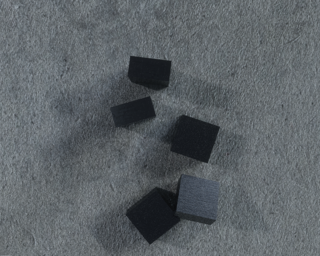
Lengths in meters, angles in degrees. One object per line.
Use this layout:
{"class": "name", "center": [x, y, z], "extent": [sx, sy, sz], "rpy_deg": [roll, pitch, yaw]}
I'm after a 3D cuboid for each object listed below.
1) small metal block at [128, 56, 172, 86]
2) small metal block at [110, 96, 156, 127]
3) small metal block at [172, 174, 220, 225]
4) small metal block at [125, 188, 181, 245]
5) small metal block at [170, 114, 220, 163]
{"class": "small metal block", "center": [-0.012, -0.072, 0.397], "extent": [0.050, 0.050, 0.025], "rpy_deg": [7, 90, 0]}
{"class": "small metal block", "center": [-0.032, -0.020, 0.397], "extent": [0.050, 0.050, 0.025], "rpy_deg": [-16, 90, 0]}
{"class": "small metal block", "center": [0.047, 0.092, 0.398], "extent": [0.050, 0.025, 0.050], "rpy_deg": [13, 57, -2]}
{"class": "small metal block", "center": [-0.009, 0.115, 0.410], "extent": [0.050, 0.025, 0.050], "rpy_deg": [-39, 90, 0]}
{"class": "small metal block", "center": [0.045, 0.014, 0.410], "extent": [0.050, 0.025, 0.050], "rpy_deg": [19, 90, 0]}
